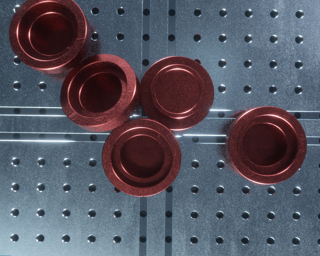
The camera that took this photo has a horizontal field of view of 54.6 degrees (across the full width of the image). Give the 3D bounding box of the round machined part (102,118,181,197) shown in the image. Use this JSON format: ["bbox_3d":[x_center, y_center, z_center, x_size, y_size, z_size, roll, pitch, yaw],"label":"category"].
[{"bbox_3d":[-0.022,0.036,0.402,0.099,0.042,0.097,0,94,1],"label":"round machined part"}]

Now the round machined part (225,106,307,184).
[{"bbox_3d":[0.134,0.022,0.406,0.099,0.042,0.097,0,90,0],"label":"round machined part"}]

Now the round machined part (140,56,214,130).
[{"bbox_3d":[0.022,-0.046,0.405,0.099,0.042,0.097,0,90,0],"label":"round machined part"}]

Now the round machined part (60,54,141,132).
[{"bbox_3d":[-0.071,-0.041,0.393,0.098,0.042,0.098,-4,69,12],"label":"round machined part"}]

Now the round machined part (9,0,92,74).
[{"bbox_3d":[-0.136,-0.117,0.400,0.098,0.042,0.098,0,85,4],"label":"round machined part"}]
